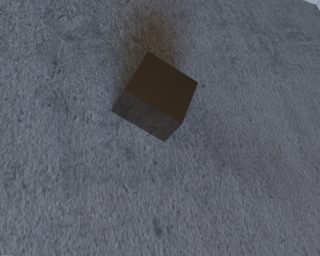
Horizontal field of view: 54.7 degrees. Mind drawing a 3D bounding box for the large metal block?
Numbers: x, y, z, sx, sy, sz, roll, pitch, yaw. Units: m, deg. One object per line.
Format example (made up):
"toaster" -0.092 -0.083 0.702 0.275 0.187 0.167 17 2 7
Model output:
"large metal block" -0.005 -0.042 0.412 0.080 0.050 0.080 31 52 -9
